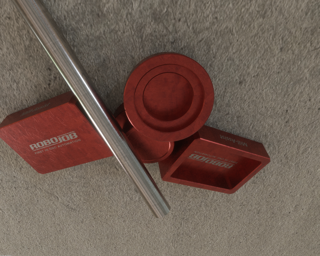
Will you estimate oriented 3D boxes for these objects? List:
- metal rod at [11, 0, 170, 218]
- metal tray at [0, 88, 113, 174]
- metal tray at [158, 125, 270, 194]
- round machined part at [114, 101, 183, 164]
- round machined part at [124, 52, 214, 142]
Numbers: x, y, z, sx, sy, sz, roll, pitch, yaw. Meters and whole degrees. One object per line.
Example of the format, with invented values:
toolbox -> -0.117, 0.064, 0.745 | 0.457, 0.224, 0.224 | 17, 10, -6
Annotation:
metal rod -> -0.065, -0.009, 0.357 | 0.025, 0.025, 0.299 | -22, 114, 17
metal tray -> -0.130, 0.009, 0.398 | 0.130, 0.030, 0.090 | -16, 126, 24
metal tray -> 0.075, 0.047, 0.432 | 0.131, 0.030, 0.089 | 16, 129, -27
round machined part -> -0.016, 0.009, 0.405 | 0.099, 0.042, 0.097 | 0, 130, 0
round machined part -> 0.008, -0.037, 0.352 | 0.099, 0.042, 0.097 | -2, 109, -6
